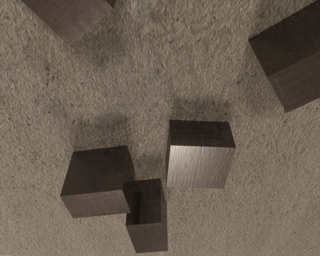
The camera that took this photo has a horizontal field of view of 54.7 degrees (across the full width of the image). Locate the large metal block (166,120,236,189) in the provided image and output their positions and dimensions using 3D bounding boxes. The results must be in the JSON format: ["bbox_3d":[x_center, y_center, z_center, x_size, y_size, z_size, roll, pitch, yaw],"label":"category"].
[{"bbox_3d":[0.051,0.037,0.423,0.081,0.050,0.079,2,130,-3],"label":"large metal block"}]

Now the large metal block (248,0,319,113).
[{"bbox_3d":[0.145,-0.073,0.311,0.080,0.080,0.050,-28,125,21],"label":"large metal block"}]

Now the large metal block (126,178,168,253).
[{"bbox_3d":[-0.018,0.138,0.489,0.050,0.080,0.080,-6,130,5],"label":"large metal block"}]

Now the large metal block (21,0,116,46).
[{"bbox_3d":[-0.081,-0.130,0.260,0.050,0.080,0.080,-31,124,23],"label":"large metal block"}]

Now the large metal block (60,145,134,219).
[{"bbox_3d":[-0.083,0.074,0.433,0.080,0.080,0.050,-7,130,5],"label":"large metal block"}]
